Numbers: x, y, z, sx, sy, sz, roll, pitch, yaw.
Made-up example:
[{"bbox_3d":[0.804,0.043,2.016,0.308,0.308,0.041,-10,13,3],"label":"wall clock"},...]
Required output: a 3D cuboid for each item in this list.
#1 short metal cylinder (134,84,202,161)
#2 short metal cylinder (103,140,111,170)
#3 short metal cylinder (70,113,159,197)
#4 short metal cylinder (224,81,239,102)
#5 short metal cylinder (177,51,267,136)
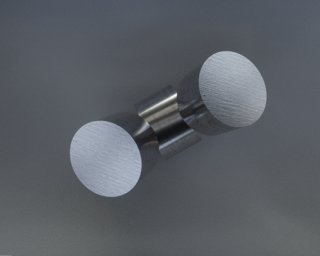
[{"bbox_3d":[0.009,-0.007,0.382,0.050,0.080,0.080,-30,90,0],"label":"short metal cylinder"},{"bbox_3d":[-0.048,0.025,0.397,0.081,0.050,0.079,0,90,-1],"label":"short metal cylinder"},{"bbox_3d":[-0.047,0.026,0.332,0.080,0.050,0.079,4,104,18],"label":"short metal cylinder"},{"bbox_3d":[0.067,-0.037,0.398,0.081,0.050,0.079,0,90,-1],"label":"short metal cylinder"},{"bbox_3d":[0.065,-0.035,0.333,0.081,0.050,0.080,5,77,-21],"label":"short metal cylinder"}]
